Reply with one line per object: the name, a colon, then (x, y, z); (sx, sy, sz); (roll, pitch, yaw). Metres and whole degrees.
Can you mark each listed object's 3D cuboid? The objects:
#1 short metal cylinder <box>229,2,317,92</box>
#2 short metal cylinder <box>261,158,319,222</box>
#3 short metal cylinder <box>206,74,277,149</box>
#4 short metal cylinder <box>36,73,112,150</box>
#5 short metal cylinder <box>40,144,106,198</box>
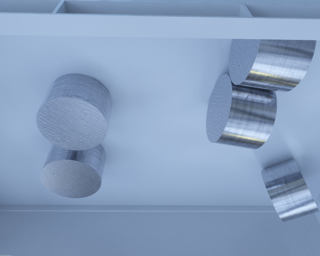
short metal cylinder: (0.107, -0.079, 0.308); (0.050, 0.080, 0.079); (8, 130, -7)
short metal cylinder: (0.189, 0.091, 0.453); (0.050, 0.080, 0.080); (-25, 126, 19)
short metal cylinder: (0.091, -0.018, 0.359); (0.050, 0.080, 0.079); (10, 129, -9)
short metal cylinder: (-0.101, -0.019, 0.375); (0.081, 0.050, 0.079); (0, 130, 0)
short metal cylinder: (-0.120, 0.054, 0.437); (0.081, 0.050, 0.079); (0, 130, 0)
